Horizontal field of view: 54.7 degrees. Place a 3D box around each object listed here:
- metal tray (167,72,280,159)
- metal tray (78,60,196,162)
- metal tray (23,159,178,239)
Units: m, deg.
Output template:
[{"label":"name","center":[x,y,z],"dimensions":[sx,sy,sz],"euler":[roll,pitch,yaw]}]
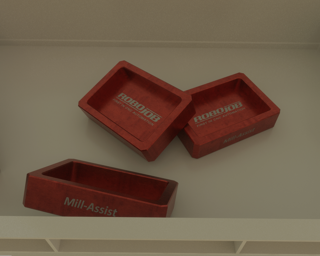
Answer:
[{"label":"metal tray","center":[0.081,-0.021,0.420],"dimensions":[0.131,0.030,0.090],"euler":[-20,53,-17]},{"label":"metal tray","center":[-0.032,-0.027,0.399],"dimensions":[0.130,0.030,0.090],"euler":[33,73,31]},{"label":"metal tray","center":[-0.052,0.065,0.310],"dimensions":[0.131,0.090,0.030],"euler":[11,96,9]}]
